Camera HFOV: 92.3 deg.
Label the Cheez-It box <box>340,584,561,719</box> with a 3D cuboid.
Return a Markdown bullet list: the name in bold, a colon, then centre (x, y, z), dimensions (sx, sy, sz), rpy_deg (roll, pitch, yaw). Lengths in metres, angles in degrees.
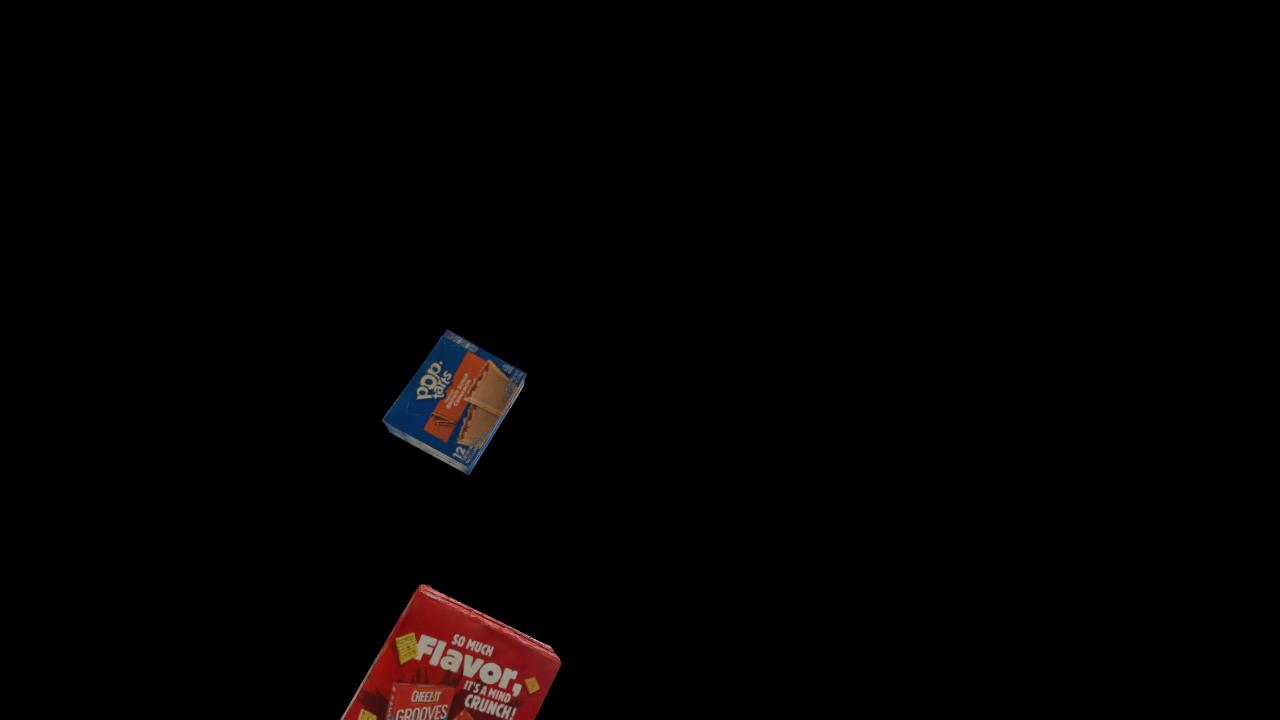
- **Cheez-It box**: centre (-0.205, 0.363, 0.606), dimensions (0.166, 0.223, 0.071), rpy_deg (30, -18, -10)

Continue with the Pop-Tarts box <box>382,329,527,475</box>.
- **Pop-Tarts box**: centre (-0.276, 0.064, 0.933), dimensions (0.141, 0.167, 0.083), rpy_deg (30, -26, -3)
